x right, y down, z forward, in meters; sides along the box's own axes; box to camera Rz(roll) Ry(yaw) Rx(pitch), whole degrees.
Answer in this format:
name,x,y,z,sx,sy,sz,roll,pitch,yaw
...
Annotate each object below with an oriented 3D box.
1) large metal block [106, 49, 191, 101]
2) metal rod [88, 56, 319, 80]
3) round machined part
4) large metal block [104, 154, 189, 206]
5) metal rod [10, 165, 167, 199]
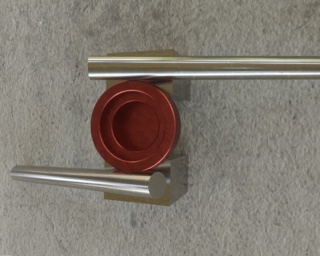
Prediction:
name,x,y,z,sx,sy,sz,roll,pitch,yaw
large metal block,-0.011,-0.061,0.384,0.080,0.080,0.050,1,91,19
metal rod,0.079,-0.063,0.325,0.302,0.025,0.025,-1,90,-3
round machined part,-0.024,-0.002,0.346,0.098,0.042,0.097,0,90,19
large metal block,-0.013,0.059,0.385,0.080,0.080,0.050,1,91,19
metal rod,-0.113,0.062,0.390,0.300,0.025,0.025,-5,89,42
